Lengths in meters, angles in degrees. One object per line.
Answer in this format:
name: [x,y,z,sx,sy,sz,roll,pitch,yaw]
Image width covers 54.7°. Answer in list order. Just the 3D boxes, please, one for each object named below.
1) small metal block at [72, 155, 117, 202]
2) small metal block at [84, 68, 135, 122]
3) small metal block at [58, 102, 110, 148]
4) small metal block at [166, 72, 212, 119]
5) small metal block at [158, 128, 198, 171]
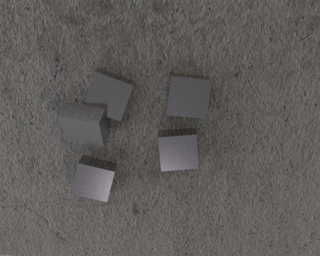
small metal block: [-0.092,0.071,0.435,0.050,0.025,0.050,15,109,-6]
small metal block: [-0.064,-0.042,0.393,0.050,0.025,0.050,19,109,-7]
small metal block: [-0.094,-0.004,0.392,0.050,0.025,0.050,9,143,6]
small metal block: [0.036,-0.041,0.395,0.050,0.025,0.050,6,110,-3]
small metal block: [0.025,0.029,0.421,0.050,0.025,0.050,-5,110,1]
